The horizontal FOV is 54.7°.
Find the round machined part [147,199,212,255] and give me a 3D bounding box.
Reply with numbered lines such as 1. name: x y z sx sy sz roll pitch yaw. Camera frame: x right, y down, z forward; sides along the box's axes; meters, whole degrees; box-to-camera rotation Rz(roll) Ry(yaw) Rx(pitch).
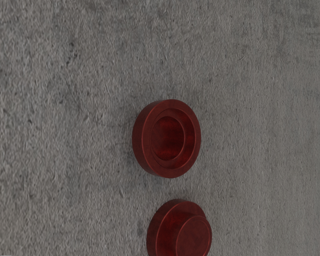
1. round machined part: 0.033 0.149 0.422 0.099 0.042 0.097 0 90 -40

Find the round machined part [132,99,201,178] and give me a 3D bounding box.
1. round machined part: 0.004 0.013 0.397 0.099 0.042 0.097 0 90 -40
